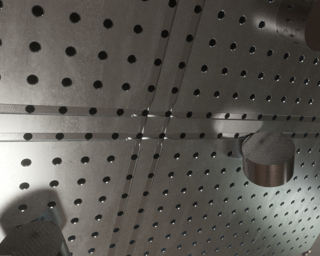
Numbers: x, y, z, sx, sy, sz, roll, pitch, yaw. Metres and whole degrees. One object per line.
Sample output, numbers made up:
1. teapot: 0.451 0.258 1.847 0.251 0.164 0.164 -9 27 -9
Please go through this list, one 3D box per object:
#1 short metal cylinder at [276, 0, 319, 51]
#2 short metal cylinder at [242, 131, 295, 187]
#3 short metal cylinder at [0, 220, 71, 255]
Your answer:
1. short metal cylinder: 0.207 -0.150 0.418 0.081 0.050 0.079 -14 125 -21
2. short metal cylinder: 0.176 0.050 0.506 0.081 0.080 0.050 -25 128 -14
3. short metal cylinder: -0.158 0.166 0.393 0.081 0.080 0.050 -18 126 -19
